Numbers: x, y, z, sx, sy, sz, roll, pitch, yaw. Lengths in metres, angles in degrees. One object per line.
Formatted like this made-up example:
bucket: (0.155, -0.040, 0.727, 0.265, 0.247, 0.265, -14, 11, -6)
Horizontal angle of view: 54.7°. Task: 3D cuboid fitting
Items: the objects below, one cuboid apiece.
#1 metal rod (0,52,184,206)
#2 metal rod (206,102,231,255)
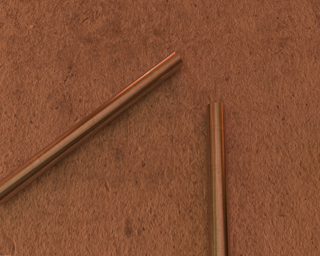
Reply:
metal rod: (-0.089, -0.006, 0.409, 0.301, 0.025, 0.025, -39, 75, -13)
metal rod: (0.070, 0.111, 0.368, 0.025, 0.025, 0.299, 2, 70, 0)
